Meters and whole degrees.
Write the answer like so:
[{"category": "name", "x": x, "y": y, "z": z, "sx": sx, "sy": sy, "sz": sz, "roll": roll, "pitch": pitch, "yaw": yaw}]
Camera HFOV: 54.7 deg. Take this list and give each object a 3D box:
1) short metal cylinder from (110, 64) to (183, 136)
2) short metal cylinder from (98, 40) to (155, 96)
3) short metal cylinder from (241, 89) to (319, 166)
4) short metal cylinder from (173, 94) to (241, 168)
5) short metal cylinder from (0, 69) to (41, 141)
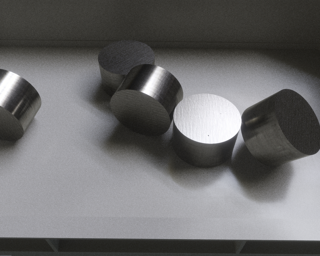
[{"category": "short metal cylinder", "x": -0.016, "y": -0.035, "z": 0.398, "sx": 0.080, "sy": 0.080, "sz": 0.050, "roll": 16, "pitch": 52, "yaw": 13}, {"category": "short metal cylinder", "x": -0.048, "y": -0.087, "z": 0.461, "sx": 0.081, "sy": 0.050, "sz": 0.080, "roll": 0, "pitch": 50, "yaw": 0}, {"category": "short metal cylinder", "x": 0.143, "y": 0.001, "z": 0.366, "sx": 0.081, "sy": 0.050, "sz": 0.080, "roll": 15, "pitch": 62, "yaw": -29}, {"category": "short metal cylinder", "x": 0.056, "y": 0.003, "z": 0.387, "sx": 0.081, "sy": 0.050, "sz": 0.080, "roll": 0, "pitch": 50, "yaw": 0}, {"category": "short metal cylinder", "x": -0.200, "y": -0.028, "z": 0.390, "sx": 0.080, "sy": 0.080, "sz": 0.050, "roll": 8, "pitch": 51, "yaw": 7}]
